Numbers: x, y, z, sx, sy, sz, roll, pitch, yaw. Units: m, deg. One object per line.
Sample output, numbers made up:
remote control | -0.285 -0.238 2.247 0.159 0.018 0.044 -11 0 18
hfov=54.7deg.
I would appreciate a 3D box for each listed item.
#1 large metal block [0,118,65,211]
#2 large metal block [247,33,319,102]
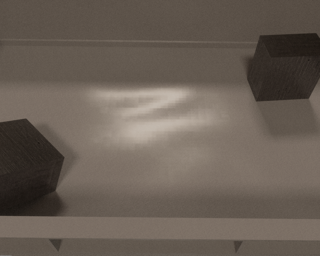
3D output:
large metal block | -0.166 0.037 0.334 0.080 0.050 0.081 37 30 26
large metal block | 0.180 -0.086 0.444 0.081 0.080 0.050 -4 50 -3
